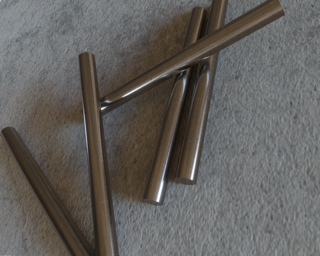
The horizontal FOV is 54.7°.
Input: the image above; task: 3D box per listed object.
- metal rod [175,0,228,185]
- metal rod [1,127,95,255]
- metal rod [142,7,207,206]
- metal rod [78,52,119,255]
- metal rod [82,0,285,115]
[{"bbox_3d":[0.061,-0.071,0.414,0.025,0.025,0.300,0,61,28],"label":"metal rod"},{"bbox_3d":[-0.169,0.083,0.439,0.025,0.025,0.300,-47,52,-5],"label":"metal rod"},{"bbox_3d":[0.026,-0.046,0.417,0.025,0.025,0.300,1,62,28],"label":"metal rod"},{"bbox_3d":[-0.084,0.023,0.406,0.025,0.025,0.299,-20,62,16],"label":"metal rod"},{"bbox_3d":[0.013,-0.080,0.413,0.300,0.025,0.025,-26,52,24],"label":"metal rod"}]
